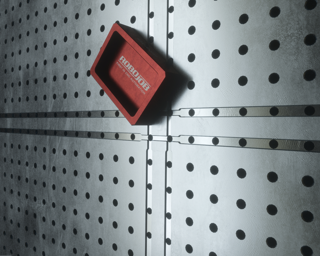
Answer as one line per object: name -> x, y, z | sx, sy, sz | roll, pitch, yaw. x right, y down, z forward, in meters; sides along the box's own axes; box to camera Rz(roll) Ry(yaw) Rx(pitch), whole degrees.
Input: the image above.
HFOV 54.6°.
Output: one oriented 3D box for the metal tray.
metal tray -> -0.041, -0.077, 0.440 | 0.130, 0.030, 0.090 | 49, 119, 28
